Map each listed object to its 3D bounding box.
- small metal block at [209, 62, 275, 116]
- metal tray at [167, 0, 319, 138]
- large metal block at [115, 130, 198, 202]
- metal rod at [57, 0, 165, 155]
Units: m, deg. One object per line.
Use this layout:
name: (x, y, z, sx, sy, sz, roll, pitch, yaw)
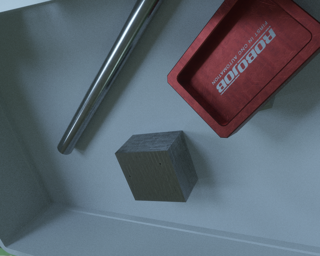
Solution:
small metal block: (0.089, -0.042, 0.335, 0.050, 0.025, 0.050, -16, 110, 34)
metal tray: (0.077, -0.065, 0.295, 0.090, 0.030, 0.129, 48, 121, 14)
large metal block: (-0.003, 0.053, 0.426, 0.080, 0.050, 0.080, -6, 116, 30)
metal rod: (-0.080, -0.054, 0.415, 0.025, 0.025, 0.298, 41, 129, 0)
